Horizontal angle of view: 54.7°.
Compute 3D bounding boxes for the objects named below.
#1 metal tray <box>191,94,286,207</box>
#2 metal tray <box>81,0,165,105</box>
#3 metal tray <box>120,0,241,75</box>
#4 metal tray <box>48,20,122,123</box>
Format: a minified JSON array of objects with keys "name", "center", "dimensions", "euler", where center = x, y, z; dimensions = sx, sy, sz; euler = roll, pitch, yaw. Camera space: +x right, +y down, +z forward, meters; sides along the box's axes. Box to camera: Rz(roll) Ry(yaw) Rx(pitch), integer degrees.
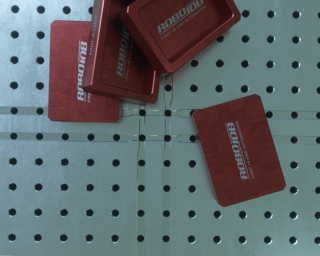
[{"name":"metal tray","center":[0.103,0.029,0.412],"dimensions":[0.091,0.030,0.129],"euler":[-16,90,-1]},{"name":"metal tray","center":[-0.040,-0.100,0.382],"dimensions":[0.091,0.030,0.129],"euler":[10,85,-35]},{"name":"metal tray","center":[0.029,-0.137,0.382],"dimensions":[0.130,0.030,0.090],"euler":[-40,108,-15]},{"name":"metal tray","center":[-0.096,-0.072,0.410],"dimensions":[0.091,0.030,0.129],"euler":[2,90,-1]}]
